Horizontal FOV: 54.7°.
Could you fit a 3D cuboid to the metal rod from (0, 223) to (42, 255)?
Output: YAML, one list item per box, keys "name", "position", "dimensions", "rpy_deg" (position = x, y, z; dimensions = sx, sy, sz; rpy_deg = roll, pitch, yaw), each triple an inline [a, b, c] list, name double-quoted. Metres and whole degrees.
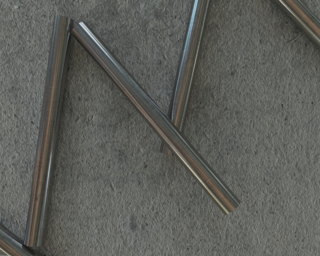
- name: "metal rod"
  position: [-0.174, 0.172, 0.408]
  dimensions: [0.300, 0.025, 0.025]
  rpy_deg: [38, 90, 0]

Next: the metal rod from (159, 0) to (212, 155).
- name: "metal rod"
  position: [0.043, -0.112, 0.410]
  dimensions: [0.025, 0.025, 0.298]
  rpy_deg: [12, 90, 0]

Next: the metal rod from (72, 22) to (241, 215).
- name: "metal rod"
  position: [-0.010, -0.018, 0.389]
  dimensions: [0.025, 0.025, 0.300]
  rpy_deg: [-40, 82, 0]

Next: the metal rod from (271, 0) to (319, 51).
- name: "metal rod"
  position: [0.202, -0.134, 0.411]
  dimensions: [0.025, 0.025, 0.300]
  rpy_deg: [-44, 90, 0]

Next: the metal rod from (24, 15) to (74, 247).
- name: "metal rod"
  position: [-0.146, 0.004, 0.408]
  dimensions: [0.025, 0.025, 0.298]
  rpy_deg: [8, 90, 0]
